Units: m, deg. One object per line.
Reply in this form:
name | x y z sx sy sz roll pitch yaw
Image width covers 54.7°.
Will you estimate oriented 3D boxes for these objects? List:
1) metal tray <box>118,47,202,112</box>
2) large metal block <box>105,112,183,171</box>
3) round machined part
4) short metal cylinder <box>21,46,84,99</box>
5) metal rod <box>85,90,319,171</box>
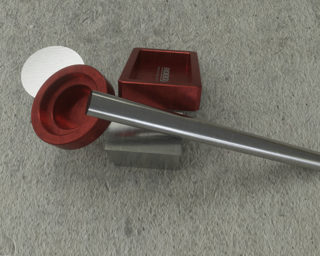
metal tray | 0.003 -0.066 0.391 0.091 0.030 0.130 4 31 1
large metal block | -0.017 0.016 0.374 0.081 0.080 0.050 4 70 1
round machined part | -0.095 -0.021 0.360 0.098 0.042 0.098 -7 68 18
short metal cylinder | -0.136 -0.062 0.417 0.081 0.050 0.080 0 70 0
metal rod | 0.070 0.010 0.344 0.302 0.025 0.025 14 69 -21
